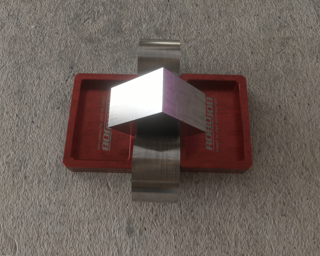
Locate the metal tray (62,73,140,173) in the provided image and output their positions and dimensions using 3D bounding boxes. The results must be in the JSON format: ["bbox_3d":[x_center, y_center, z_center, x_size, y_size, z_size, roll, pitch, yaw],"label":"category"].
[{"bbox_3d":[-0.072,-0.008,0.409,0.091,0.030,0.130,2,70,0],"label":"metal tray"}]

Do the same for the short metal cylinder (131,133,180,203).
[{"bbox_3d":[-0.004,0.047,0.363,0.050,0.080,0.080,2,70,1],"label":"short metal cylinder"}]

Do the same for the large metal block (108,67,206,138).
[{"bbox_3d":[-0.002,-0.021,0.366,0.080,0.080,0.050,-14,65,38],"label":"large metal block"}]

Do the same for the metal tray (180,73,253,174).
[{"bbox_3d":[0.069,-0.007,0.410,0.091,0.030,0.130,2,70,0],"label":"metal tray"}]

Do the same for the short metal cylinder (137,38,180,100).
[{"bbox_3d":[-0.001,-0.076,0.408,0.050,0.080,0.080,2,70,1],"label":"short metal cylinder"}]
